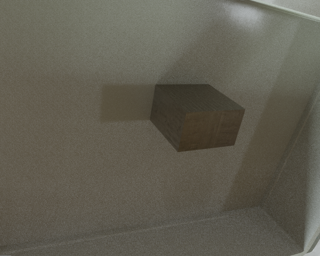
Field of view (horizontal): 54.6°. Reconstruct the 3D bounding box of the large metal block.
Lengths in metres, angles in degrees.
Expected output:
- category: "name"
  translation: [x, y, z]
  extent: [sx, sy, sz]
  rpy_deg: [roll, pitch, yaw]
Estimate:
- category: "large metal block"
  translation: [0.043, -0.016, 0.386]
  extent: [0.081, 0.080, 0.050]
  rpy_deg: [-4, 121, -26]
